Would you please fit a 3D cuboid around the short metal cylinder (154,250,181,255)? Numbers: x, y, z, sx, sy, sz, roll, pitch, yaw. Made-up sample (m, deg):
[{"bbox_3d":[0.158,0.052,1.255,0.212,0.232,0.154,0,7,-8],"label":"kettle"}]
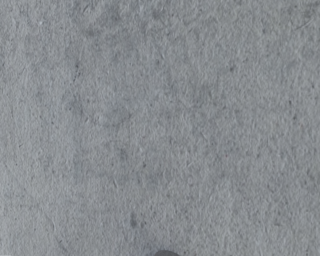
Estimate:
[{"bbox_3d":[0.011,0.198,0.375,0.080,0.080,0.050,38,102,15],"label":"short metal cylinder"}]
